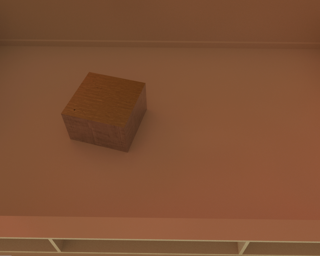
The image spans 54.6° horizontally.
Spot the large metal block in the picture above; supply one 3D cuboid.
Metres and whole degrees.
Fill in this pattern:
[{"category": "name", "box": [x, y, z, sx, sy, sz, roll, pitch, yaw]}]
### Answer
[{"category": "large metal block", "box": [-0.069, -0.022, 0.407, 0.080, 0.050, 0.080, 12, 51, 10]}]
